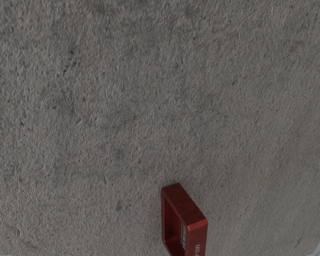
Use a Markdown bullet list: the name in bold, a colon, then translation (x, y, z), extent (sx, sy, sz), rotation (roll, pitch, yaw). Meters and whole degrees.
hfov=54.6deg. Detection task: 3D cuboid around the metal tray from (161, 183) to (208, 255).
- **metal tray**: translation (0.035, 0.162, 0.483), extent (0.030, 0.090, 0.129), rotation (-14, 125, -20)
